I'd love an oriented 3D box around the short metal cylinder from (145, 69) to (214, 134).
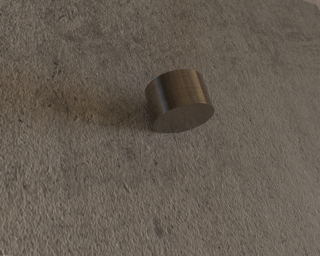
[{"bbox_3d":[0.025,-0.033,0.405,0.081,0.080,0.050,-1,63,-29],"label":"short metal cylinder"}]
